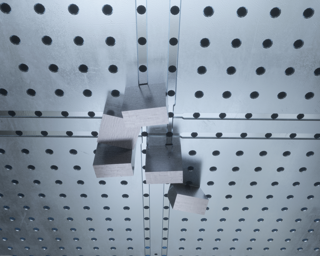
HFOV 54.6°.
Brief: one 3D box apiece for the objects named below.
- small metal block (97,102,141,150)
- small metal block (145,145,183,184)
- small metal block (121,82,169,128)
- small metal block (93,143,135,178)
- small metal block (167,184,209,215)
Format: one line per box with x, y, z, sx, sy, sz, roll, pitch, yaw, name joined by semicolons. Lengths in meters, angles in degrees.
-0.053;-0.002;0.409;0.050;0.025;0.050;13;129;-11;small metal block
0.006;0.051;0.439;0.050;0.050;0.025;-2;130;2;small metal block
-0.016;-0.028;0.371;0.050;0.050;0.025;-6;130;5;small metal block
-0.061;0.040;0.429;0.050;0.050;0.025;-3;130;3;small metal block
0.042;0.109;0.484;0.050;0.050;0.025;13;99;-11;small metal block
